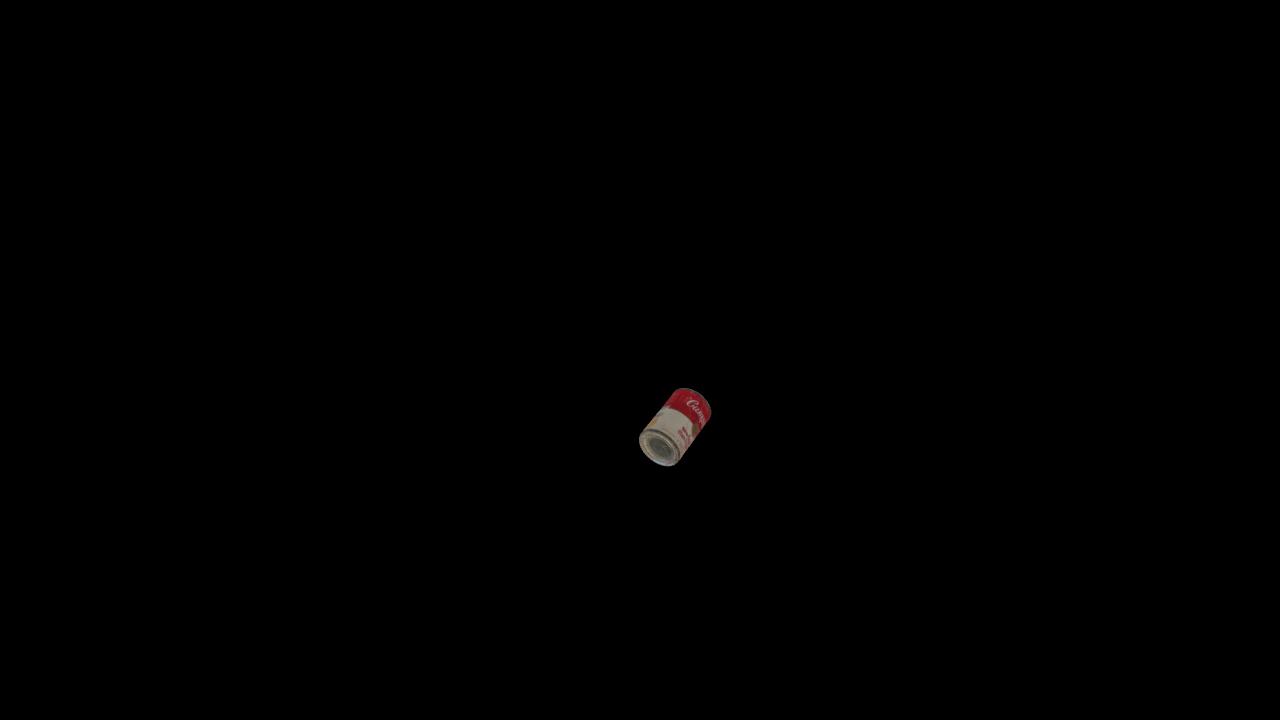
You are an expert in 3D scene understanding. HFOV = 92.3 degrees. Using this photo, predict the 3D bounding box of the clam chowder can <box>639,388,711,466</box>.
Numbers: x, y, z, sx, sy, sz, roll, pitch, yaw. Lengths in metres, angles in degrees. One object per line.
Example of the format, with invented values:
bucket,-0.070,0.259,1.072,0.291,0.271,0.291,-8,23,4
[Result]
clam chowder can,0.051,0.097,0.892,0.068,0.068,0.102,0,33,39
